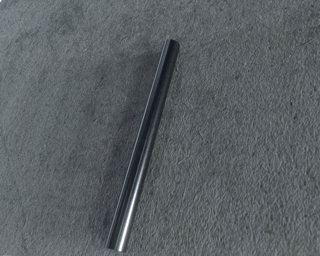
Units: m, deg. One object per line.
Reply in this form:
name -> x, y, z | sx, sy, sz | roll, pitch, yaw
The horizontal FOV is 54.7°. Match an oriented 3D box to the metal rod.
metal rod -> -0.016, 0.005, 0.409 | 0.025, 0.025, 0.300 | 0, 62, 28
